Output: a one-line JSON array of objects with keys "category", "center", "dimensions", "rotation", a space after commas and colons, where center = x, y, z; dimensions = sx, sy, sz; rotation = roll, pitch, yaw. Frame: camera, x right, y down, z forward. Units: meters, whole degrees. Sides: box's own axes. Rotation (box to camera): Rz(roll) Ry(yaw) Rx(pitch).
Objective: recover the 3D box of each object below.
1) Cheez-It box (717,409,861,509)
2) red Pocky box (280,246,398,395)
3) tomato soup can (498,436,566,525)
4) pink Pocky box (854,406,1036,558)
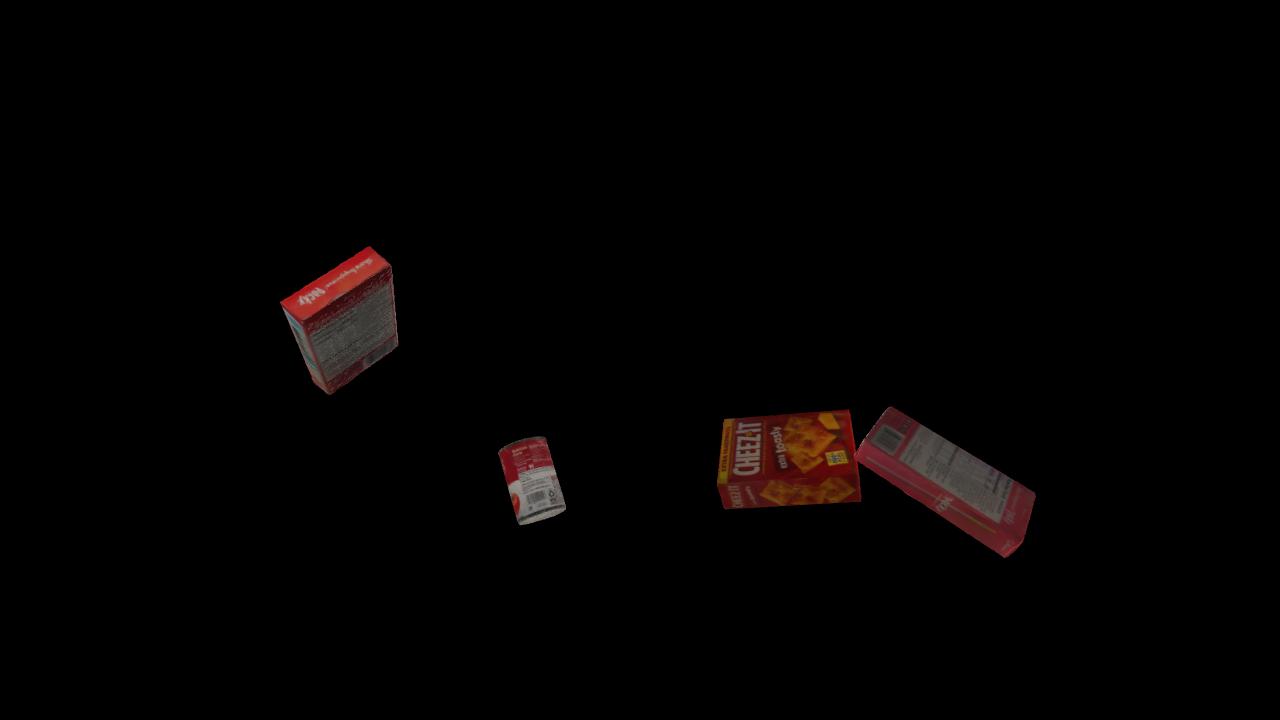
[{"category": "Cheez-It box", "center": [0.249, 0.165, 1.040], "dimensions": [0.223, 0.071, 0.166], "rotation": [-7, 32, 18]}, {"category": "red Pocky box", "center": [-0.253, -0.029, 0.533], "dimensions": [0.083, 0.028, 0.155], "rotation": [-43, -5, -30]}, {"category": "tomato soup can", "center": [-0.143, 0.162, 0.823], "dimensions": [0.068, 0.101, 0.068], "rotation": [-19, -18, -6]}, {"category": "pink Pocky box", "center": [0.292, 0.112, 0.592], "dimensions": [0.155, 0.029, 0.084], "rotation": [34, 39, 22]}]
